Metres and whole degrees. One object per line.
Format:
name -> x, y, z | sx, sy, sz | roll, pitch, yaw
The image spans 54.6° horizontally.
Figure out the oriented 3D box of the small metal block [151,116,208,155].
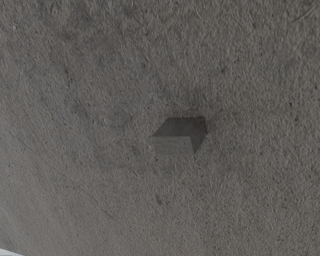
small metal block -> 0.025, 0.009, 0.383 | 0.050, 0.050, 0.025 | -1, 118, 29
